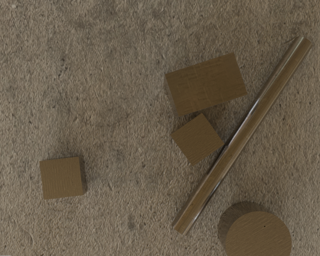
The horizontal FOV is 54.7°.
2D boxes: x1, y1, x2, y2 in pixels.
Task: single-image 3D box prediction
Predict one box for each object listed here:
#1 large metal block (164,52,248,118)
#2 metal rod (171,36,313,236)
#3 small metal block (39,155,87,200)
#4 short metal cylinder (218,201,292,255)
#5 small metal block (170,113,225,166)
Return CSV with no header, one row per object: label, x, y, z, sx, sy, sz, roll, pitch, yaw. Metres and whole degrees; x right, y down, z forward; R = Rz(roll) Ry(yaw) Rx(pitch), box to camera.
large metal block,0.051,-0.049,0.383,0.080,0.080,0.050,-18,90,0
metal rod,0.108,0.010,0.411,0.025,0.025,0.299,34,90,-1
small metal block,-0.126,0.064,0.408,0.050,0.025,0.050,-7,90,-1
short metal cylinder,0.119,0.140,0.399,0.081,0.050,0.079,0,90,-1
small metal block,0.048,0.015,0.411,0.050,0.025,0.050,-35,90,0
